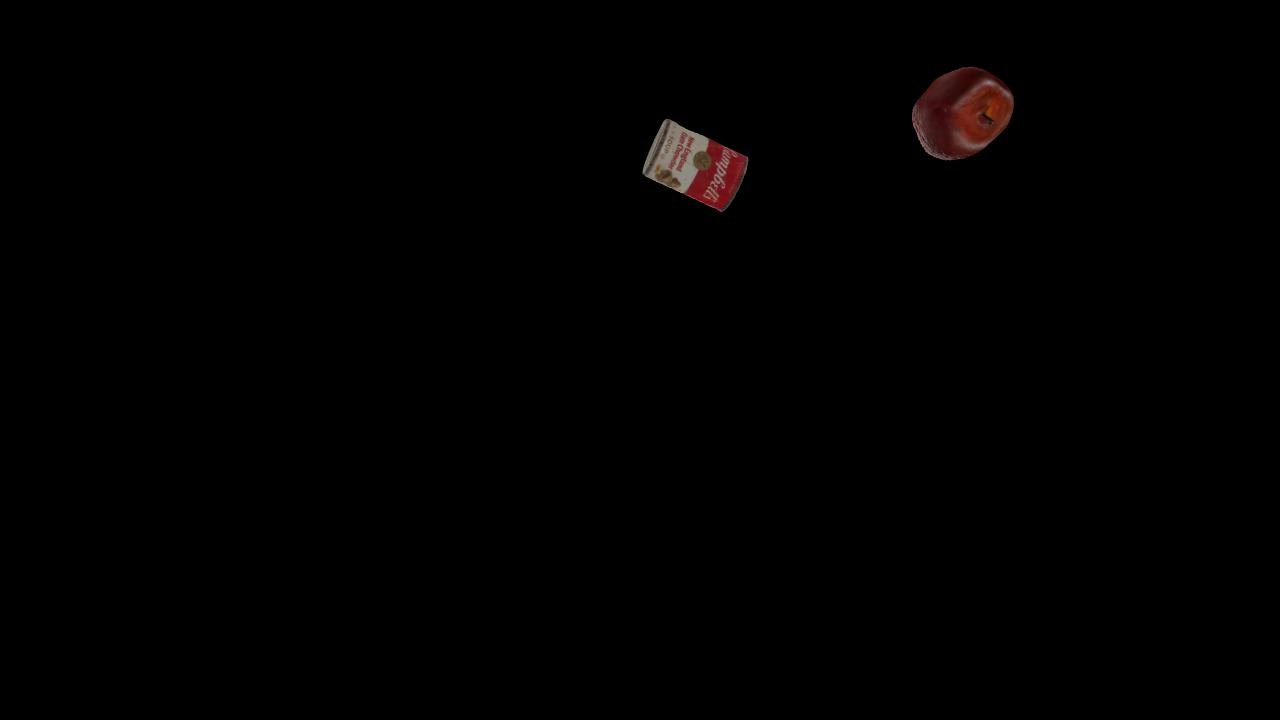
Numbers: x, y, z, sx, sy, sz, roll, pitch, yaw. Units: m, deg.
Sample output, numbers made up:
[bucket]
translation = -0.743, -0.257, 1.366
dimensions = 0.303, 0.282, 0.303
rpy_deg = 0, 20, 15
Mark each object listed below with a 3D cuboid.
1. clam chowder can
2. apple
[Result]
[clam chowder can]
translation = 0.062, -0.220, 0.696
dimensions = 0.102, 0.068, 0.068
rpy_deg = 22, -4, -11
[apple]
translation = 0.293, -0.225, 0.565
dimensions = 0.079, 0.079, 0.093
rpy_deg = 0, 26, -10
